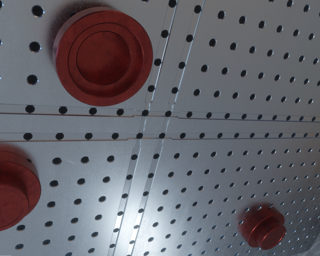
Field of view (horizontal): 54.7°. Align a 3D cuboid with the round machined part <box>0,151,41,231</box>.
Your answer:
[{"bbox_3d":[-0.186,0.078,0.347,0.099,0.042,0.097,-14,125,-21],"label":"round machined part"}]

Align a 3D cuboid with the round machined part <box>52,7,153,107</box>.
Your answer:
[{"bbox_3d":[-0.061,-0.075,0.322,0.099,0.042,0.097,-14,125,-21],"label":"round machined part"}]

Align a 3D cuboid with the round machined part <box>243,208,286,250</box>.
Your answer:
[{"bbox_3d":[0.232,0.223,0.669,0.099,0.042,0.097,-14,125,-21],"label":"round machined part"}]
